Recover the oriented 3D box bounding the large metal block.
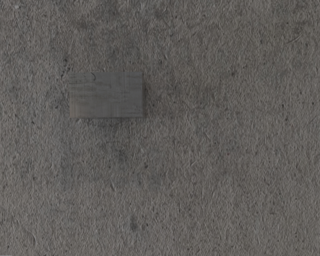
[{"bbox_3d":[-0.060,-0.037,0.382,0.080,0.080,0.050,-1,90,0],"label":"large metal block"}]
